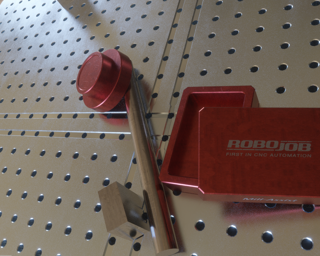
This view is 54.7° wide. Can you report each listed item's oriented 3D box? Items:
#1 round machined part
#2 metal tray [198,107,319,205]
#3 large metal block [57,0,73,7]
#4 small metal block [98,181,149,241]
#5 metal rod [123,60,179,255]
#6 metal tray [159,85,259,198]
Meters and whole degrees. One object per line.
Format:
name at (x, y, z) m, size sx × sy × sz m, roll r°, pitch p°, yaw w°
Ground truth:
round machined part at (-0.091, -0.076, 0.470) m, size 0.098 × 0.042 × 0.098 m, roll -22°, pitch 58°, yaw 39°
metal tray at (0.104, 0.026, 0.304) m, size 0.131 × 0.030 × 0.090 m, roll 1°, pitch 64°, yaw 6°
large metal block at (-0.229, -0.335, 0.696) m, size 0.050 × 0.080 × 0.080 m, roll -31°, pitch 52°, yaw 9°
small metal block at (-0.042, 0.096, 0.354) m, size 0.025 × 0.050 × 0.050 m, roll -31°, pitch 52°, yaw 8°
metal rod at (-0.025, 0.014, 0.411) m, size 0.025 × 0.025 × 0.299 m, roll -25°, pitch 53°, yaw 13°
metal tray at (0.060, 0.012, 0.365) m, size 0.090 × 0.030 × 0.130 m, roll 3°, pitch 63°, yaw 29°
